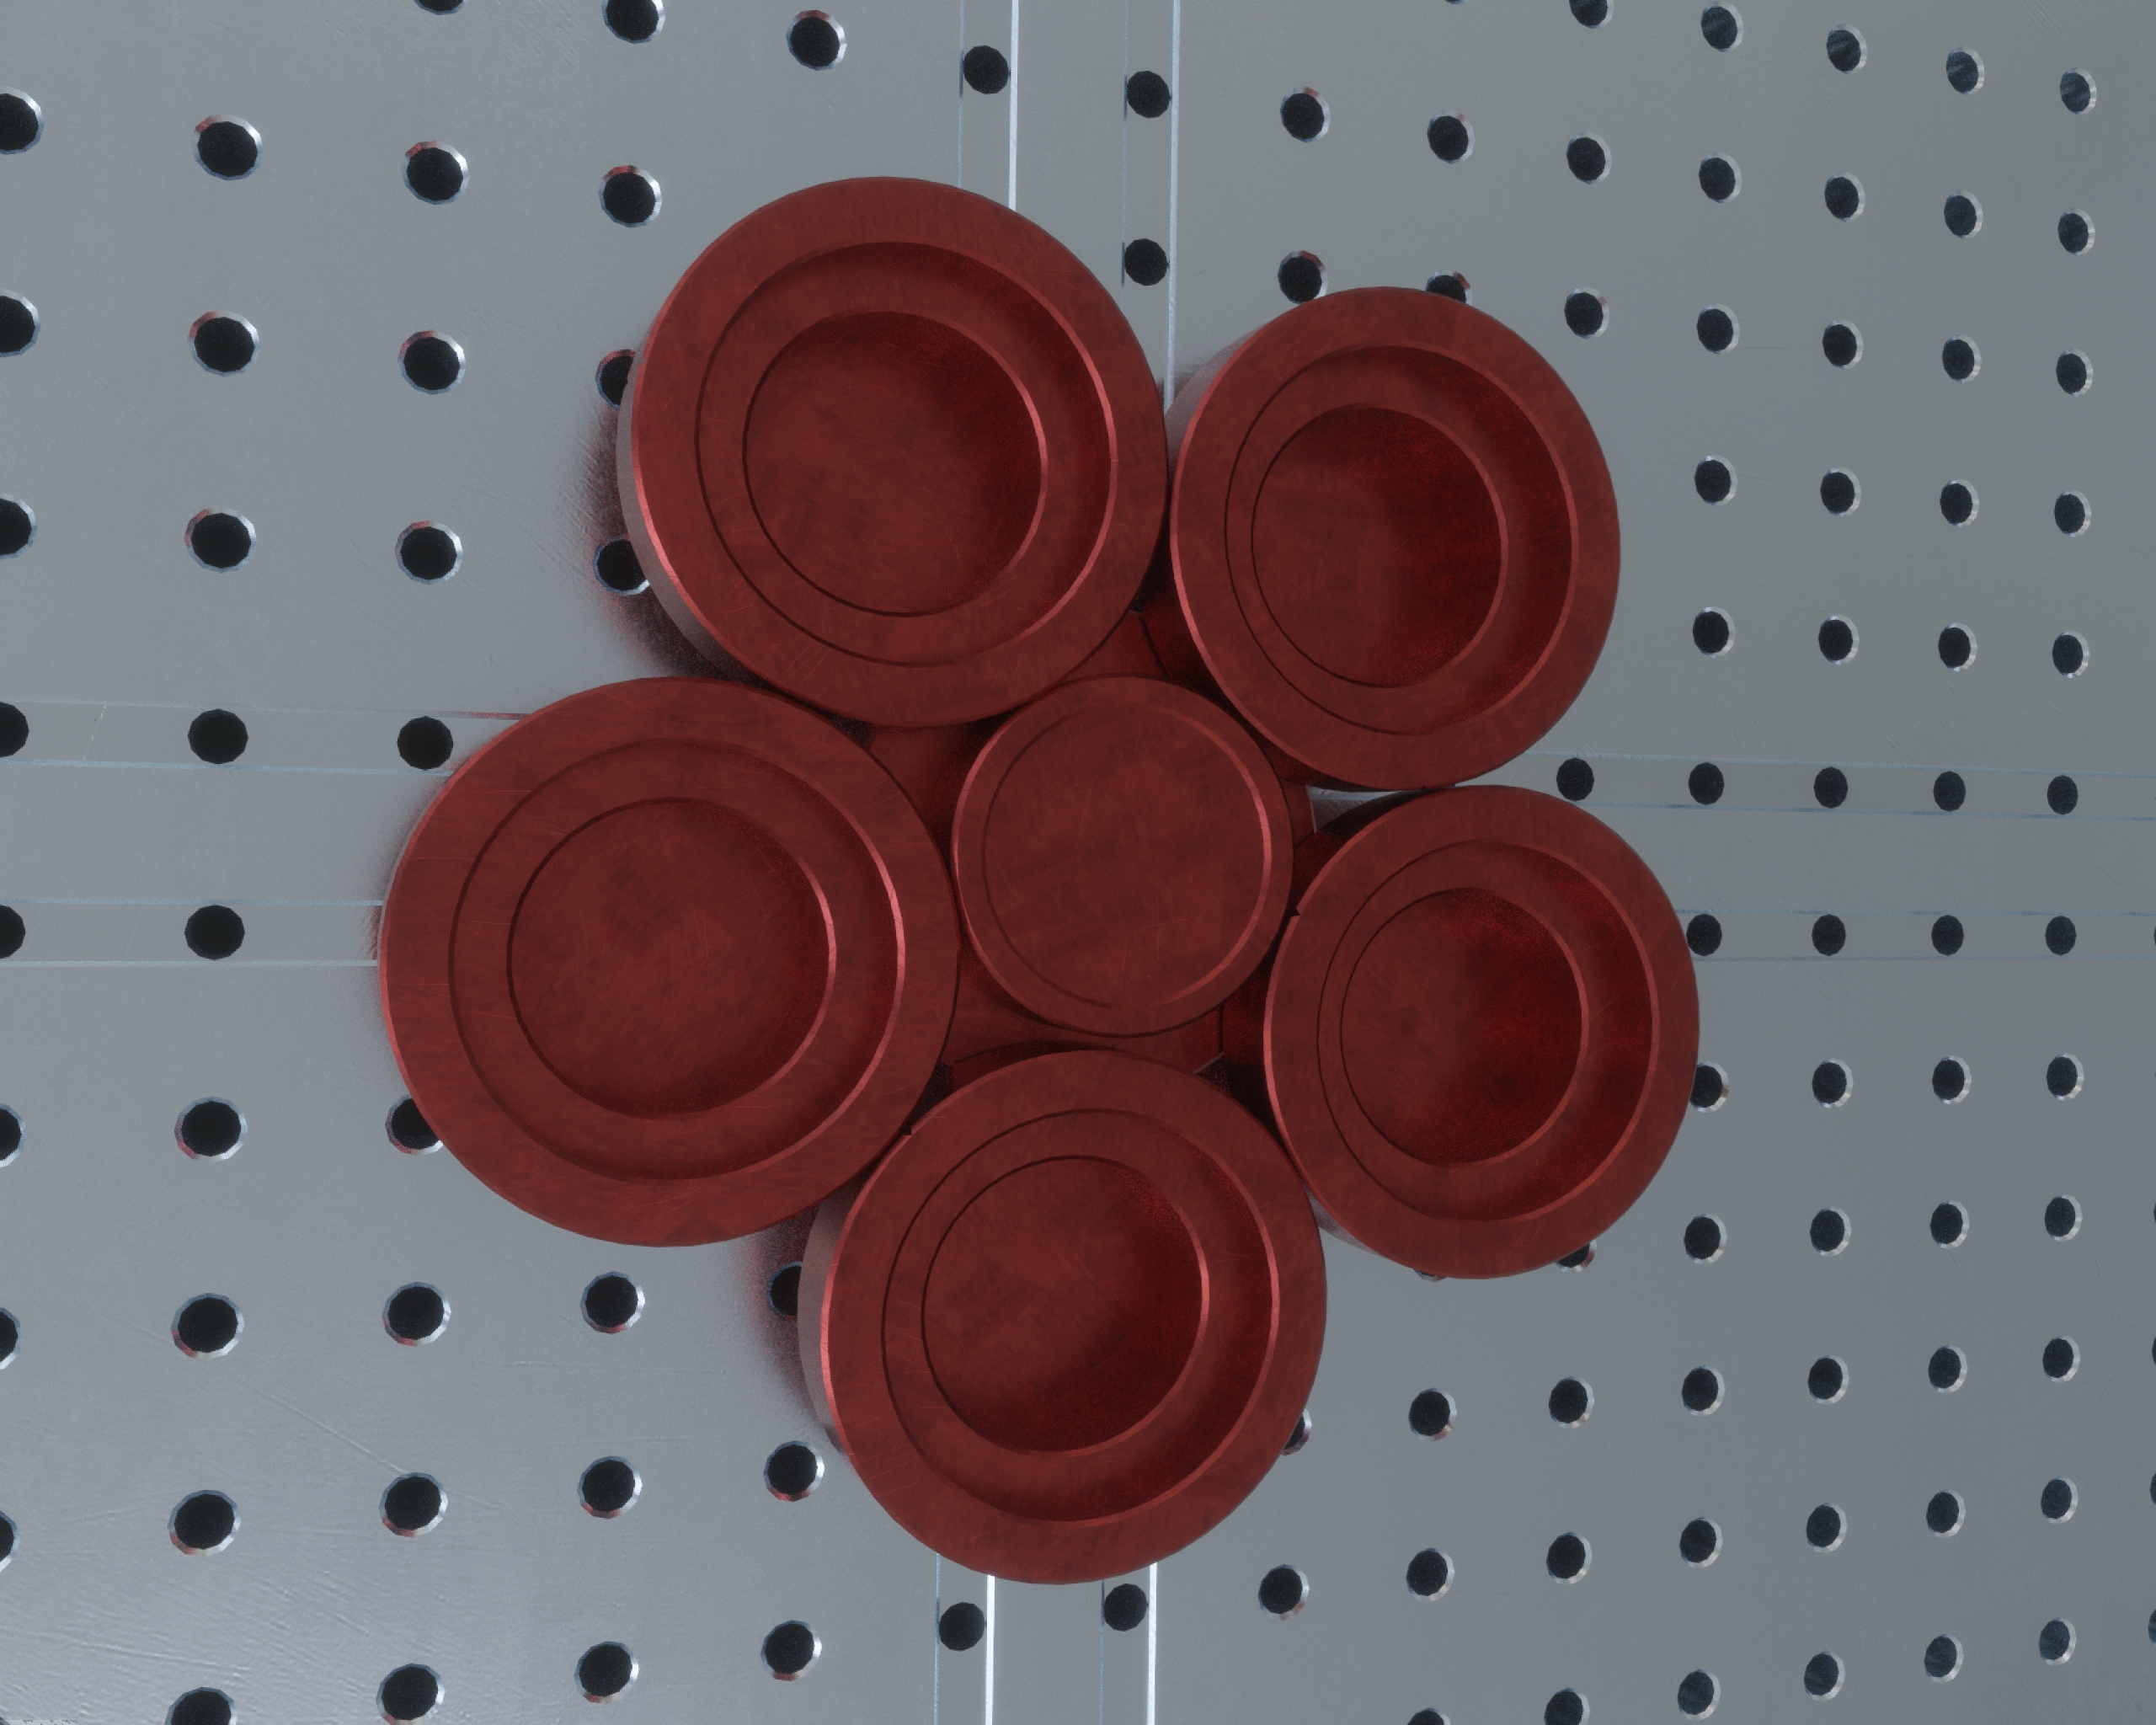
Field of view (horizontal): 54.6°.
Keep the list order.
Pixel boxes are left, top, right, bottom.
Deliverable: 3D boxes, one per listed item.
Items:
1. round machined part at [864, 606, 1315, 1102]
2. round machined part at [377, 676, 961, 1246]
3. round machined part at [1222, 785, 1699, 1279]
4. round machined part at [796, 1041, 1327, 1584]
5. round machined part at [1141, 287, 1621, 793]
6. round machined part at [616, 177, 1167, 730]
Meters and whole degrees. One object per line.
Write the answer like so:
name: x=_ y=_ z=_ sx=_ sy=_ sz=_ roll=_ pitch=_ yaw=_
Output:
round machined part: x=0.003 y=-0.001 z=0.404 sx=0.099 sy=0.042 sz=0.097 roll=0 pitch=90 yaw=-20
round machined part: x=-0.074 y=0.017 z=0.376 sx=0.099 sy=0.042 sz=0.097 roll=0 pitch=90 yaw=-20
round machined part: x=0.074 y=0.033 z=0.430 sx=0.099 sy=0.042 sz=0.097 roll=0 pitch=90 yaw=-20
round machined part: x=-0.006 y=0.083 z=0.401 sx=0.099 sy=0.042 sz=0.097 roll=0 pitch=90 yaw=-20
round machined part: x=0.056 y=-0.063 z=0.424 sx=0.099 sy=0.042 sz=0.097 roll=0 pitch=90 yaw=-20
round machined part: x=-0.036 y=-0.073 z=0.390 sx=0.099 sy=0.042 sz=0.097 roll=0 pitch=90 yaw=-20
